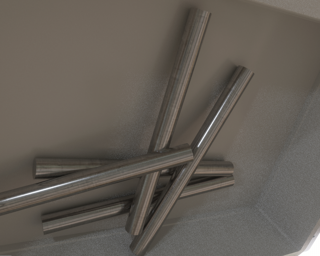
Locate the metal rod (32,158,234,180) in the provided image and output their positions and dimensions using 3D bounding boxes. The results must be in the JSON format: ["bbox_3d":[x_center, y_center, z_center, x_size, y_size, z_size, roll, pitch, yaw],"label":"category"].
[{"bbox_3d":[-0.016,0.057,0.435,0.302,0.025,0.025,4,116,-31],"label":"metal rod"}]

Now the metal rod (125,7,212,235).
[{"bbox_3d":[0.005,0.004,0.391,0.025,0.025,0.298,7,109,-32],"label":"metal rod"}]

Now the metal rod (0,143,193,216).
[{"bbox_3d":[-0.104,0.066,0.359,0.302,0.025,0.025,-14,125,-15],"label":"metal rod"}]

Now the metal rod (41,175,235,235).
[{"bbox_3d":[-0.017,0.107,0.465,0.303,0.025,0.025,-8,122,-25],"label":"metal rod"}]

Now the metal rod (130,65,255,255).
[{"bbox_3d":[0.043,0.049,0.436,0.025,0.025,0.299,27,95,-38],"label":"metal rod"}]
